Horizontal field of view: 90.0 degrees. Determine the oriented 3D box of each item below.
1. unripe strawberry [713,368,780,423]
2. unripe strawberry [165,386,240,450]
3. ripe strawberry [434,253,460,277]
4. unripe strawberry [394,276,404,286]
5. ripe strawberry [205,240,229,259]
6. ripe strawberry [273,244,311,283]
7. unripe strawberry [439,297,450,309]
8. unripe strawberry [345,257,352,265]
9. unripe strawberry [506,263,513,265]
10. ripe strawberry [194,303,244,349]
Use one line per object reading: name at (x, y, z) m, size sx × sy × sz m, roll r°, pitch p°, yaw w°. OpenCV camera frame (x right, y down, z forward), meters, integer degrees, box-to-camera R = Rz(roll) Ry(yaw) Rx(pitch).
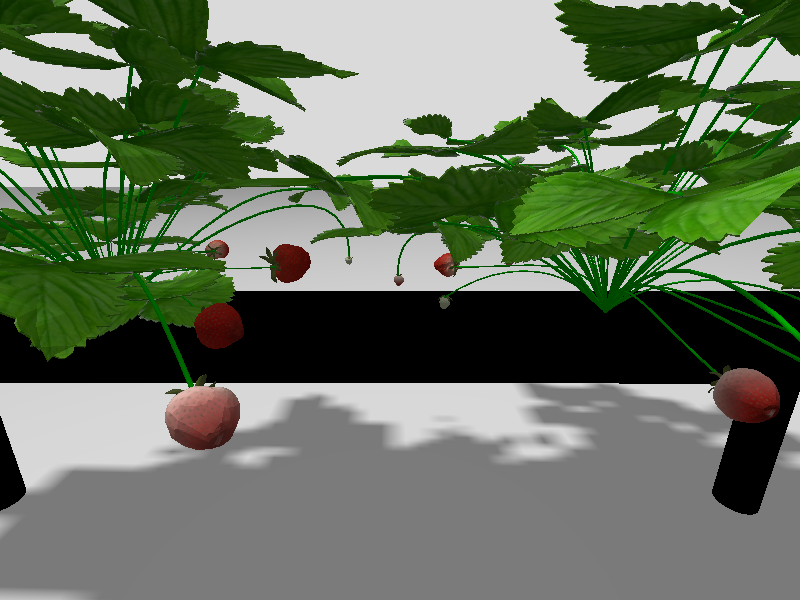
unripe strawberry at (0.180, 0.050, 0.206) m, size 0.026 × 0.028 × 0.028 m, roll 1°, pitch 18°, yaw 3°
unripe strawberry at (-0.090, 0.055, 0.186) m, size 0.032 × 0.027 × 0.032 m, roll -15°, pitch 36°, yaw -39°
ripe strawberry at (0.057, -0.044, 0.493) m, size 0.029 × 0.029 × 0.032 m, roll 16°, pitch 24°, yaw 42°
unripe strawberry at (-0.001, -0.021, 0.447) m, size 0.011 × 0.011 × 0.011 m, roll 7°, pitch 19°, yaw 22°
ripe strawberry at (-0.269, -0.075, 0.592) m, size 0.032 × 0.028 × 0.033 m, roll -1°, pitch 17°, yaw -2°
ripe strawberry at (-0.124, -0.043, 0.464) m, size 0.044 × 0.046 × 0.040 m, roll -13°, pitch 22°, yaw -36°
unripe strawberry at (0.042, 0.003, 0.380) m, size 0.010 × 0.012 × 0.012 m, roll 13°, pitch 18°, yaw 0°
unripe strawberry at (-0.069, -0.053, 0.540) m, size 0.010 × 0.010 × 0.011 m, roll -16°, pitch 24°, yaw -41°
unripe strawberry at (0.146, -0.052, 0.536) m, size 0.013 × 0.014 × 0.015 m, roll -4°, pitch 18°, yaw -13°
ripe strawberry at (-0.129, 0.020, 0.291) m, size 0.035 × 0.034 × 0.032 m, roll 13°, pitch 22°, yaw 28°
